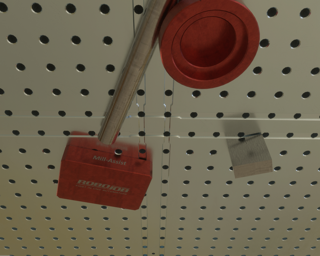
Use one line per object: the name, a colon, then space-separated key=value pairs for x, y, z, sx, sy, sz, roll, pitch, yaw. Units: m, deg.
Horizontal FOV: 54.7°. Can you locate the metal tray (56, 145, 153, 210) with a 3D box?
metal tray: x=-0.085 y=0.079 z=0.475 sx=0.131 sy=0.030 sz=0.089 roll=12 pitch=129 yaw=-11

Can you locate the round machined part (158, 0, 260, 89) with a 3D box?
round machined part: x=0.047 y=-0.092 z=0.319 sx=0.099 sy=0.042 sz=0.097 roll=-4 pitch=132 yaw=-4

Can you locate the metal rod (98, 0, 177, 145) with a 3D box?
metal rod: x=-0.015 y=-0.092 z=0.333 sx=0.025 sy=0.025 sz=0.298 roll=17 pitch=128 yaw=-15

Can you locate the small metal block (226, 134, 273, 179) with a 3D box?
small metal block: x=0.124 y=0.039 z=0.430 sx=0.050 sy=0.050 sz=0.025 roll=-12 pitch=129 yaw=10
